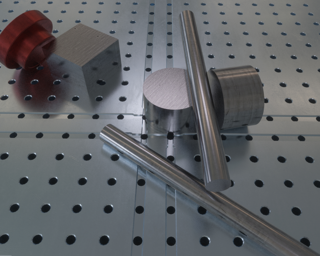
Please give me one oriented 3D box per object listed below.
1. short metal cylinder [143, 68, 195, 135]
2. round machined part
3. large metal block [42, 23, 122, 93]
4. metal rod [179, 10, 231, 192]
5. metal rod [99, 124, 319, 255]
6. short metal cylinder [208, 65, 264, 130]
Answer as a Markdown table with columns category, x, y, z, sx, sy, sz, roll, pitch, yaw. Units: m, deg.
| category | x | y | z | sx | sy | sz | roll | pitch | yaw |
| --- | --- | --- | --- | --- | --- | --- | --- | --- | --- |
| short metal cylinder | 0.018 | -0.037 | 0.423 | 0.080 | 0.050 | 0.080 | 0 | 50 | 0 |
| round machined part | -0.198 | -0.127 | 0.474 | 0.042 | 0.098 | 0.098 | 41 | 56 | -4 |
| large metal block | -0.119 | -0.112 | 0.484 | 0.080 | 0.050 | 0.080 | 28 | 55 | 21 |
| metal rod | 0.049 | -0.060 | 0.392 | 0.025 | 0.025 | 0.300 | -2 | 50 | -2 |
| metal rod | 0.050 | 0.075 | 0.344 | 0.300 | 0.025 | 0.025 | 30 | 56 | 23 |
| short metal cylinder | 0.094 | -0.039 | 0.405 | 0.050 | 0.080 | 0.080 | -9 | 51 | -7 |
